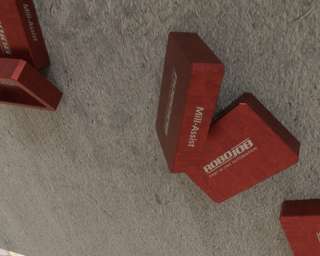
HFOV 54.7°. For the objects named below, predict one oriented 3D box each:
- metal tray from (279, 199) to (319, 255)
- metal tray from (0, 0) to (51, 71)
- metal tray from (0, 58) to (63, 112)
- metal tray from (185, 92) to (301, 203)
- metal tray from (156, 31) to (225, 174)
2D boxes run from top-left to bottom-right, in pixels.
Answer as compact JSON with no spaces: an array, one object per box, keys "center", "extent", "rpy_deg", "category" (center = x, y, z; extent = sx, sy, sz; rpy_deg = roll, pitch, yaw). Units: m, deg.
[{"center":[0.213,0.147,0.383],"extent":[0.090,0.030,0.129],"rpy_deg":[-13,112,33],"category":"metal tray"},{"center":[-0.211,-0.144,0.426],"extent":[0.090,0.030,0.129],"rpy_deg":[7,122,24],"category":"metal tray"},{"center":[-0.220,-0.064,0.449],"extent":[0.130,0.030,0.090],"rpy_deg":[8,159,23],"category":"metal tray"},{"center":[0.087,0.030,0.376],"extent":[0.090,0.030,0.129],"rpy_deg":[45,129,-4],"category":"metal tray"},{"center":[0.025,-0.026,0.335],"extent":[0.030,0.090,0.129],"rpy_deg":[-1,126,-14],"category":"metal tray"}]
